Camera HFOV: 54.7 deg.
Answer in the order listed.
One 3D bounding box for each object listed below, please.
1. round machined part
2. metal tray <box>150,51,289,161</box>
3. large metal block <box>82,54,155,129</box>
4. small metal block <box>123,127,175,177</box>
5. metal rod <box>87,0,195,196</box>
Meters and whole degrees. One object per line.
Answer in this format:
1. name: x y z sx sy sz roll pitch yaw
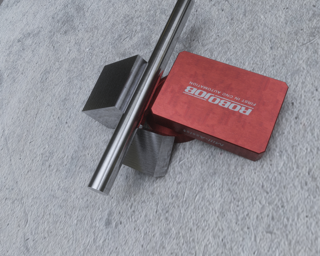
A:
1. round machined part: 0.024 -0.033 0.402 0.098 0.042 0.098 -13 56 21
2. metal tray: 0.067 -0.028 0.356 0.130 0.030 0.090 21 73 14
3. large metal block: -0.052 -0.047 0.432 0.080 0.050 0.080 -3 58 47
4. small metal block: -0.014 0.028 0.383 0.050 0.025 0.050 17 96 35
5. metal rod: -0.015 -0.059 0.395 0.025 0.025 0.300 8 63 31
